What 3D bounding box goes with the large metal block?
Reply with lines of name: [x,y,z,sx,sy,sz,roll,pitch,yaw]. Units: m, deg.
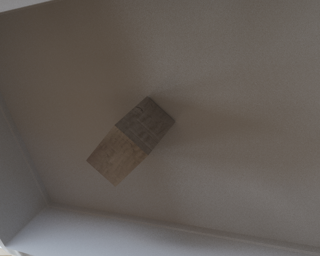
large metal block: [-0.037,0.017,0.397,0.050,0.080,0.080,43,129,-2]
